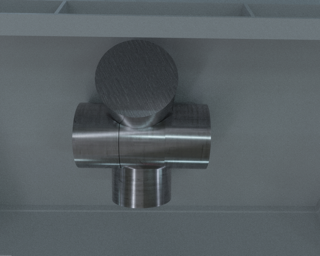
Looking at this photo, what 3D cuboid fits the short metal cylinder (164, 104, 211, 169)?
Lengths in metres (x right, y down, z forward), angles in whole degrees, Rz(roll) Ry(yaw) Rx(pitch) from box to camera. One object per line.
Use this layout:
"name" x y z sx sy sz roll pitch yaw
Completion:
"short metal cylinder" 0.031 0.010 0.380 0.050 0.080 0.079 1 130 -1

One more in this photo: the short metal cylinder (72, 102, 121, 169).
"short metal cylinder" -0.071 0.009 0.378 0.050 0.080 0.079 1 130 -1

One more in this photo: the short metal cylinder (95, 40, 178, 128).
"short metal cylinder" -0.023 -0.044 0.324 0.081 0.080 0.050 1 168 -1

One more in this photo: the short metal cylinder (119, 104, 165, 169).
"short metal cylinder" -0.020 0.010 0.379 0.050 0.080 0.079 1 130 -1

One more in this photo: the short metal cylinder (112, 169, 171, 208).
"short metal cylinder" -0.025 0.071 0.421 0.081 0.080 0.050 0 96 0
